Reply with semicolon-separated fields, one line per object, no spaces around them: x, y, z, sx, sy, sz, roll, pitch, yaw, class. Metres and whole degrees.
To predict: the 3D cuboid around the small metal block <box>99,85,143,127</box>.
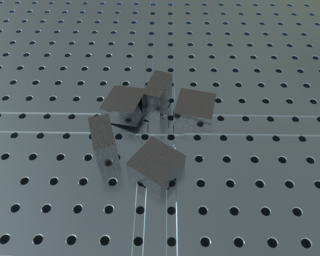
-0.048;-0.031;0.429;0.050;0.025;0.050;9;50;20;small metal block

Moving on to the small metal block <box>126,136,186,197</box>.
-0.004;0.045;0.370;0.050;0.025;0.050;29;56;22;small metal block

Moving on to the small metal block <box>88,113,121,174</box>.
-0.067;0.019;0.375;0.025;0.050;0.050;-12;51;-10;small metal block

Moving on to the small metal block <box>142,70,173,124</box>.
-0.003;-0.043;0.428;0.025;0.050;0.050;16;52;12;small metal block

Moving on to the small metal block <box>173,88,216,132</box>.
0.048;-0.026;0.430;0.050;0.025;0.050;11;51;9;small metal block
